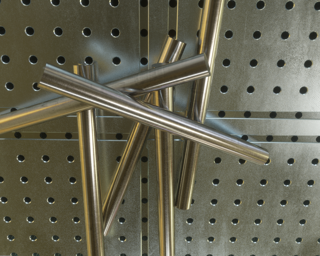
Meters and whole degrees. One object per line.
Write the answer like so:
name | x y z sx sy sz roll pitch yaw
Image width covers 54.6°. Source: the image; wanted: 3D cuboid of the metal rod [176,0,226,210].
metal rod | 0.049 -0.026 0.403 0.025 0.025 0.298 6 110 -2

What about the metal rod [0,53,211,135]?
metal rod | -0.090 -0.032 0.366 0.300 0.025 0.025 -14 110 18

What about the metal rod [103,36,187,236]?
metal rod | -0.034 0.024 0.421 0.025 0.025 0.298 20 109 -7

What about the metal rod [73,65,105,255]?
metal rod | -0.094 0.066 0.420 0.025 0.025 0.298 -1 104 0

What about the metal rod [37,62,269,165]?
metal rod | 0.015 -0.005 0.361 0.302 0.025 0.025 20 110 -27

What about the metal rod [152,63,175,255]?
metal rod | 0.007 0.062 0.421 0.025 0.025 0.298 -2 116 0
